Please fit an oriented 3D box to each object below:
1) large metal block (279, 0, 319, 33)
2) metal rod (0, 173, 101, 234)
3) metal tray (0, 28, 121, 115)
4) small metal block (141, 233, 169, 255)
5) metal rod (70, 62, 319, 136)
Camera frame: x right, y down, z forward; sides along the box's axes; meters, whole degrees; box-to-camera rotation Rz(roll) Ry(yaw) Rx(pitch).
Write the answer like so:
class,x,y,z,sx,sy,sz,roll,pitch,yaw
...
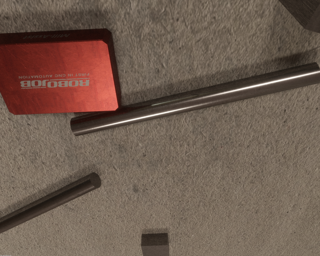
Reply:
class,x,y,z,sx,sy,sz,roll,pitch,yaw
large metal block,0.152,-0.131,0.262,0.050,0.080,0.079,12,129,-10
metal rod,-0.224,0.144,0.526,0.300,0.025,0.025,-27,125,20
metal tray,-0.115,-0.061,0.350,0.131,0.030,0.089,-3,130,1
small metal block,-0.009,0.231,0.604,0.050,0.025,0.050,-3,130,2
metal rod,0.035,-0.032,0.380,0.301,0.025,0.025,-12,129,9
